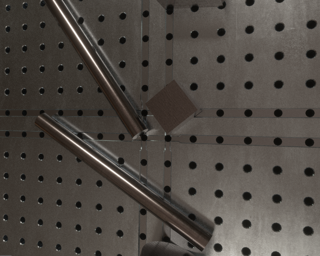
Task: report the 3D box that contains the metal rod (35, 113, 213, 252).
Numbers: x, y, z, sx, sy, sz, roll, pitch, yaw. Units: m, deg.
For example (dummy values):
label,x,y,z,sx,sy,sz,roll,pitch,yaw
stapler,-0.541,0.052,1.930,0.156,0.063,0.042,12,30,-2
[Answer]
label,x,y,z,sx,sy,sz,roll,pitch,yaw
metal rod,-0.061,0.066,0.432,0.300,0.025,0.025,33,101,16

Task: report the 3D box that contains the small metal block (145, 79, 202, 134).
label,x,y,z,sx,sy,sz,roll,pitch,yaw
small metal block,0.018,-0.027,0.406,0.050,0.025,0.050,-39,78,15

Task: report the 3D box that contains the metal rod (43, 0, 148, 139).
label,x,y,z,sx,sy,sz,roll,pitch,yaw
metal rod,-0.108,-0.114,0.449,0.025,0.025,0.299,-37,79,16

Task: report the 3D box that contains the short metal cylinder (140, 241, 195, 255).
label,x,y,z,sx,sy,sz,roll,pitch,yaw
short metal cylinder,0.009,0.184,0.380,0.080,0.080,0.050,20,97,18

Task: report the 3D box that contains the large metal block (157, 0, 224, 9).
label,x,y,z,sx,sy,sz,roll,pitch,yaw
large metal block,0.039,-0.198,0.385,0.080,0.050,0.079,6,92,19
